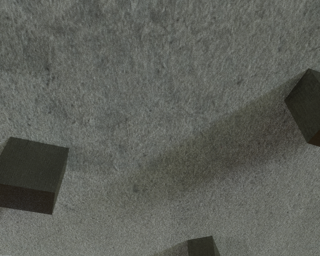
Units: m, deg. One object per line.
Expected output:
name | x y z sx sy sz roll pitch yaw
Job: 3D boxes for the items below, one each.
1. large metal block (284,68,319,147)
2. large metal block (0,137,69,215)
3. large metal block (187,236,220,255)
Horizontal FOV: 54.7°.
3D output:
large metal block | 0.206 -0.017 0.360 0.081 0.080 0.050 15 128 -13
large metal block | -0.177 0.064 0.423 0.081 0.080 0.050 13 129 -11
large metal block | 0.091 0.271 0.604 0.050 0.080 0.080 -14 129 11
